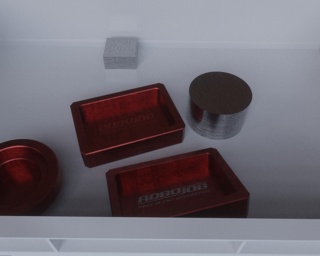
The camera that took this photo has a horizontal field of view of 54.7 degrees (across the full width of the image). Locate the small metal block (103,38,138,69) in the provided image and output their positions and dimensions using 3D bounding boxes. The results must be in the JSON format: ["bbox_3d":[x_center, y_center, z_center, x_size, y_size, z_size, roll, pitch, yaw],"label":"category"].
[{"bbox_3d":[-0.063,-0.122,0.507,0.050,0.025,0.050,1,50,0],"label":"small metal block"}]

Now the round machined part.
[{"bbox_3d":[-0.157,0.063,0.339,0.099,0.042,0.098,0,50,0],"label":"round machined part"}]

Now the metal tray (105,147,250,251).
[{"bbox_3d":[0.014,0.068,0.325,0.131,0.030,0.090,-11,31,-10],"label":"metal tray"}]

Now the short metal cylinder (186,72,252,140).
[{"bbox_3d":[0.077,-0.031,0.416,0.081,0.050,0.080,0,50,0],"label":"short metal cylinder"}]

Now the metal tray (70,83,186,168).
[{"bbox_3d":[-0.043,-0.007,0.407,0.131,0.030,0.090,-15,52,-13],"label":"metal tray"}]
